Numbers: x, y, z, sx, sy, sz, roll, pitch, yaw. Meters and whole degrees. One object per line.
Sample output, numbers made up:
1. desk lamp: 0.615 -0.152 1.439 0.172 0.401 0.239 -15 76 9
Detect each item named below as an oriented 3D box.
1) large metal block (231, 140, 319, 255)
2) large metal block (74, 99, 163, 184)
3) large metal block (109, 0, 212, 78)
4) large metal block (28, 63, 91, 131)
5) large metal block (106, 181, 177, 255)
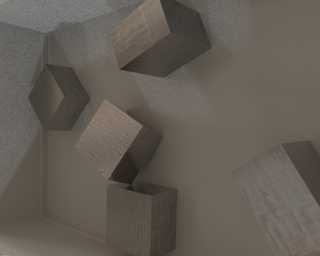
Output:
1. large metal block: 0.120 0.059 0.272 0.050 0.081 0.080 -39 67 33
2. large metal block: -0.057 0.019 0.423 0.080 0.050 0.080 35 93 34
3. large metal block: 0.001 -0.105 0.370 0.080 0.081 0.050 -27 74 37
4. large metal block: -0.176 -0.052 0.536 0.080 0.050 0.080 -50 61 28
5. large metal block: -0.025 0.118 0.412 0.080 0.050 0.079 3 92 40
